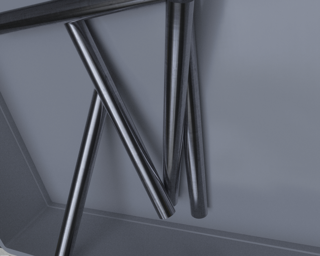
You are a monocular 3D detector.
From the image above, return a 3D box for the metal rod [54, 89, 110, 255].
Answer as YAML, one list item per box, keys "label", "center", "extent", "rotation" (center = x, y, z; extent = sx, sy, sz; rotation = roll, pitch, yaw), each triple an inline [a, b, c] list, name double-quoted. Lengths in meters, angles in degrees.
- label: "metal rod"
  center: [-0.116, 0.091, 0.444]
  extent: [0.025, 0.025, 0.298]
  rotation: [18, 100, 17]

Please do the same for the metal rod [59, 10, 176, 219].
- label: "metal rod"
  center: [-0.051, -0.013, 0.404]
  extent: [0.025, 0.025, 0.299]
  rotation: [-17, 103, 34]

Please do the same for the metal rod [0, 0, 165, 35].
- label: "metal rod"
  center: [-0.111, -0.131, 0.350]
  extent: [0.301, 0.025, 0.025]
  rotation: [0, 119, 26]

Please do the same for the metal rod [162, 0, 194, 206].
- label: "metal rod"
  center: [0.016, -0.002, 0.368]
  extent: [0.025, 0.025, 0.298]
  rotation: [17, 134, 18]

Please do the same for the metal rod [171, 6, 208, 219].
- label: "metal rod"
  center: [0.039, -0.006, 0.383]
  extent: [0.025, 0.025, 0.298]
  rotation: [6, 121, 25]
